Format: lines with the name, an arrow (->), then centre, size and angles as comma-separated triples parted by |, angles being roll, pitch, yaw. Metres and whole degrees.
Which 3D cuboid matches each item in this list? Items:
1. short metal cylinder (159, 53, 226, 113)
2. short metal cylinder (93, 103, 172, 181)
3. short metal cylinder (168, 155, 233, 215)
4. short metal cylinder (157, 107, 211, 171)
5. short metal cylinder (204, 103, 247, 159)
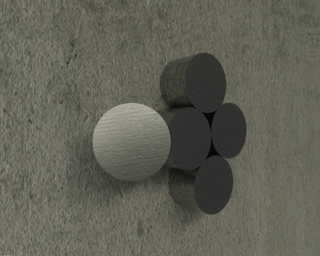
short metal cylinder -> 0.046, -0.060, 0.428 | 0.081, 0.050, 0.080 | 0, 90, -40
short metal cylinder -> -0.027, 0.015, 0.340 | 0.080, 0.050, 0.080 | 0, 89, 4
short metal cylinder -> 0.058, 0.077, 0.439 | 0.081, 0.050, 0.080 | 0, 90, -40
short metal cylinder -> 0.022, 0.013, 0.408 | 0.081, 0.050, 0.080 | 0, 90, -40
short metal cylinder -> 0.084, 0.004, 0.460 | 0.081, 0.050, 0.080 | 0, 90, -40
